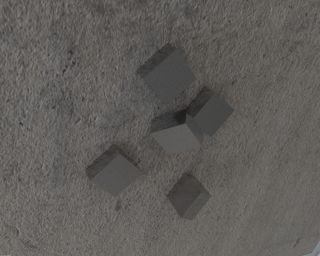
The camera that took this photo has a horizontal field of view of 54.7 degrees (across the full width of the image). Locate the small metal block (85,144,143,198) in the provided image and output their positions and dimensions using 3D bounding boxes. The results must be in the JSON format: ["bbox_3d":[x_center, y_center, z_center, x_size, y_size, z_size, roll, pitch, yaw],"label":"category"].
[{"bbox_3d":[-0.060,0.057,0.409,0.050,0.025,0.050,-42,130,1],"label":"small metal block"}]

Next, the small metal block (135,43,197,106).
[{"bbox_3d":[0.008,-0.064,0.372,0.050,0.025,0.050,-42,130,0],"label":"small metal block"}]

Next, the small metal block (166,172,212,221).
[{"bbox_3d":[0.044,0.105,0.480,0.025,0.050,0.050,27,103,-37],"label":"small metal block"}]

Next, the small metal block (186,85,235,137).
[{"bbox_3d":[0.067,-0.022,0.429,0.050,0.025,0.050,33,100,-39],"label":"small metal block"}]

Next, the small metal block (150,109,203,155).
[{"bbox_3d":[0.023,0.006,0.407,0.050,0.025,0.050,-16,135,25],"label":"small metal block"}]
